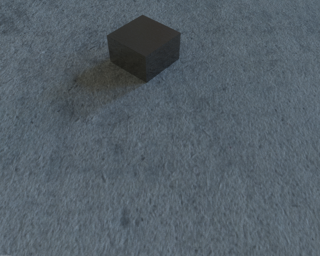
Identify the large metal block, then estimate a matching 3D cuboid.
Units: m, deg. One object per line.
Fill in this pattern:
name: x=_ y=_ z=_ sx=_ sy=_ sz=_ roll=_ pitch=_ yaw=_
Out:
large metal block: x=-0.025 y=-0.128 z=0.495 sx=0.080 sy=0.050 sz=0.080 roll=33 pitch=57 yaw=24
